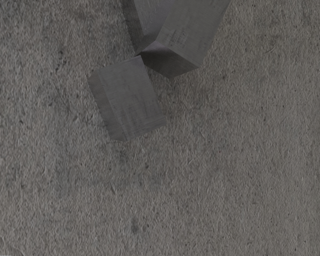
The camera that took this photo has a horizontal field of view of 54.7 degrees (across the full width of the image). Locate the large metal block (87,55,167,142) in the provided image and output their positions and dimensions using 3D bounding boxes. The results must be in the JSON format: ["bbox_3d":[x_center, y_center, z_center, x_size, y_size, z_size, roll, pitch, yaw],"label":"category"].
[{"bbox_3d":[-0.042,-0.032,0.364,0.050,0.080,0.080,-24,98,-18],"label":"large metal block"}]

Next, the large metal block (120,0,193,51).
[{"bbox_3d":[0.003,-0.140,0.396,0.081,0.050,0.080,-18,96,-19],"label":"large metal block"}]

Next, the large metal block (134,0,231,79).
[{"bbox_3d":[0.020,-0.105,0.334,0.050,0.080,0.080,28,81,-18],"label":"large metal block"}]
